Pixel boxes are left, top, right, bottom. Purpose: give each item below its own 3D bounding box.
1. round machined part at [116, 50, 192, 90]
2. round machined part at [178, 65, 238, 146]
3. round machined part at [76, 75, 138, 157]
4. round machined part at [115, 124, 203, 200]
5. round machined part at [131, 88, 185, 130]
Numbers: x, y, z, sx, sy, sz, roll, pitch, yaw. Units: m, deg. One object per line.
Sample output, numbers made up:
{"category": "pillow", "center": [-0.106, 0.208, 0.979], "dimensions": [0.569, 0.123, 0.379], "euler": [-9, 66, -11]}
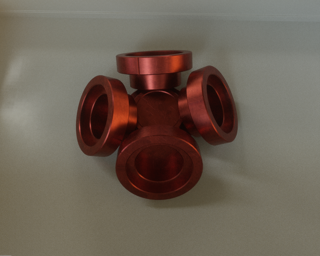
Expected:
{"category": "round machined part", "center": [-0.007, -0.077, 0.407], "dimensions": [0.099, 0.098, 0.042], "euler": [-3, 108, -2]}
{"category": "round machined part", "center": [0.058, -0.025, 0.390], "dimensions": [0.042, 0.098, 0.098], "euler": [-16, 66, 32]}
{"category": "round machined part", "center": [-0.064, -0.013, 0.383], "dimensions": [0.042, 0.098, 0.098], "euler": [9, 65, -37]}
{"category": "round machined part", "center": [-0.001, 0.036, 0.366], "dimensions": [0.099, 0.097, 0.042], "euler": [-1, 34, -1]}
{"category": "round machined part", "center": [-0.003, -0.014, 0.403], "dimensions": [0.099, 0.042, 0.098], "euler": [0, 70, -1]}
